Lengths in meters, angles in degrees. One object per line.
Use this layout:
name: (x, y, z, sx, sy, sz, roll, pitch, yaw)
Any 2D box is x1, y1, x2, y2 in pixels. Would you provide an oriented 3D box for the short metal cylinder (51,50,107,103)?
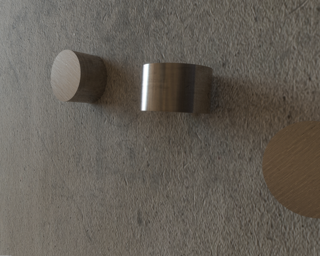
short metal cylinder: (-0.131, -0.081, 0.497, 0.080, 0.050, 0.080, 0, 90, 40)

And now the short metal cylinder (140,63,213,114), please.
short metal cylinder: (0.018, -0.043, 0.354, 0.080, 0.081, 0.050, 5, 93, 40)

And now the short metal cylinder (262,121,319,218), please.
short metal cylinder: (0.139, 0.034, 0.273, 0.080, 0.050, 0.080, 0, 90, 40)
